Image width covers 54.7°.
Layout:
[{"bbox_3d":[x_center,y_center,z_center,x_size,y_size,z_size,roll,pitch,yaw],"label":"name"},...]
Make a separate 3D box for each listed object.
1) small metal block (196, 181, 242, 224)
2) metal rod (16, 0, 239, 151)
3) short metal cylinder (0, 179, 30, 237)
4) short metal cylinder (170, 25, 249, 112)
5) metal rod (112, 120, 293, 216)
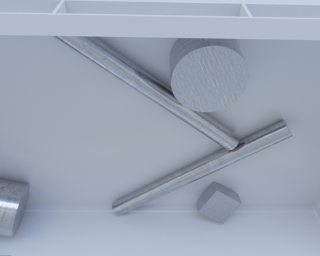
[{"bbox_3d":[0.095,0.122,0.504,0.050,0.025,0.050,29,111,-15],"label":"small metal block"},{"bbox_3d":[-0.017,-0.052,0.364,0.301,0.025,0.025,32,123,-25],"label":"metal rod"},{"bbox_3d":[-0.238,0.121,0.472,0.050,0.080,0.079,14,129,-12],"label":"short metal cylinder"},{"bbox_3d":[0.051,-0.064,0.339,0.081,0.050,0.079,0,130,0],"label":"short metal cylinder"},{"bbox_3d":[0.049,0.068,0.467,0.300,0.025,0.025,-29,125,22],"label":"metal rod"}]
